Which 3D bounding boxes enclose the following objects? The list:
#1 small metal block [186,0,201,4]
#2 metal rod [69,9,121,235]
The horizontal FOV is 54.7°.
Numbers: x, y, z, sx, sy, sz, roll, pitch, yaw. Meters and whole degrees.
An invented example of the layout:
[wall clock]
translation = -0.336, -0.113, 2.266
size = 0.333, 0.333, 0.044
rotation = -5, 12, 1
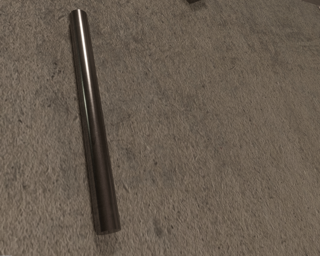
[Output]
[small metal block]
translation = 0.063, -0.276, 0.608
size = 0.050, 0.025, 0.050
rotation = 49, 51, 6
[metal rod]
translation = -0.084, -0.027, 0.375
size = 0.025, 0.025, 0.299
rotation = 1, 61, -28
